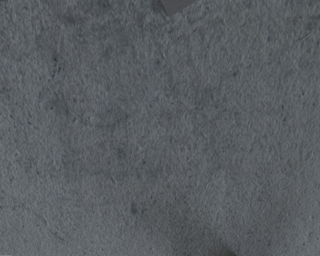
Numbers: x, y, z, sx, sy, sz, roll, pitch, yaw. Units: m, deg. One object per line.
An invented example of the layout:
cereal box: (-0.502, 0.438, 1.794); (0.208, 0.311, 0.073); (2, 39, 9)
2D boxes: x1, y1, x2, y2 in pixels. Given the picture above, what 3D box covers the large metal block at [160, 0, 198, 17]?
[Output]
large metal block: (0.024, -0.177, 0.332); (0.080, 0.050, 0.080); (-29, 108, 10)
